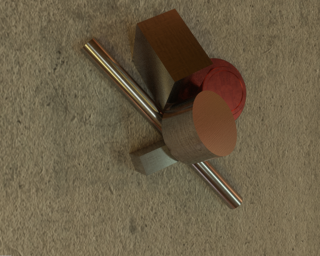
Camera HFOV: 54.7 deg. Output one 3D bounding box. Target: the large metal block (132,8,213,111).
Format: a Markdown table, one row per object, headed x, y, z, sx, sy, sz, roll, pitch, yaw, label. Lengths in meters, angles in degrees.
| x | y | z | sx | sy | sz | roll | pitch | yaw | label |
| --- | --- | --- | --- | --- | --- | --- | --- | --- | --- |
| 0.010 | -0.079 | 0.374 | 0.050 | 0.080 | 0.080 | -28 | 78 | -17 | large metal block |

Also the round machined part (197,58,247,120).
| x | y | z | sx | sy | sz | roll | pitch | yaw | label |
| --- | --- | --- | --- | --- | --- | --- | --- | --- | --- |
| 0.080 | -0.049 | 0.431 | 0.099 | 0.042 | 0.097 | 0 | 90 | -21 | round machined part |

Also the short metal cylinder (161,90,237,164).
| x | y | z | sx | sy | sz | roll | pitch | yaw | label |
| --- | --- | --- | --- | --- | --- | --- | --- | --- | --- |
| 0.049 | 0.000 | 0.376 | 0.080 | 0.050 | 0.080 | 18 | 62 | -38 | short metal cylinder |

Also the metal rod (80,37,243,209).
| x | y | z | sx | sy | sz | roll | pitch | yaw | label |
| --- | --- | --- | --- | --- | --- | --- | --- | --- | --- |
| 0.011 | 0.003 | 0.416 | 0.025 | 0.025 | 0.300 | -47 | 105 | -14 | metal rod |

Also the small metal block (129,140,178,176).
| x | y | z | sx | sy | sz | roll | pitch | yaw | label |
| --- | --- | --- | --- | --- | --- | --- | --- | --- | --- |
| -0.007 | 0.036 | 0.396 | 0.050 | 0.050 | 0.025 | -23 | 97 | -19 | small metal block |
